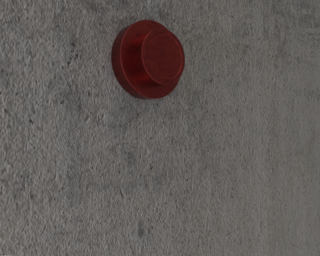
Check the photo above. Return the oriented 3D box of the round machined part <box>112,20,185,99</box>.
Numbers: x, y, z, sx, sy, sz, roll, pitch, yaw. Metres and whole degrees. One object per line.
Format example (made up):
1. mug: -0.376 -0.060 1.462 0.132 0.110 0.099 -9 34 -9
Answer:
1. round machined part: -0.007 -0.086 0.386 0.099 0.042 0.097 0 90 -40
